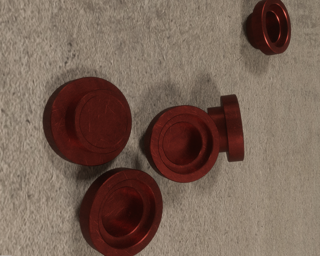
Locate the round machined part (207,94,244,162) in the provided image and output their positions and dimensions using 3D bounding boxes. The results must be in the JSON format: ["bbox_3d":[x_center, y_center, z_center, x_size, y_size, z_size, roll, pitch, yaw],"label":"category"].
[{"bbox_3d":[0.094,0.001,0.453,0.098,0.042,0.097,-8,91,-81],"label":"round machined part"}]

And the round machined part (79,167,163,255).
[{"bbox_3d":[-0.047,0.094,0.356,0.099,0.042,0.097,0,90,-40],"label":"round machined part"}]

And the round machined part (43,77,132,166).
[{"bbox_3d":[-0.070,-0.007,0.336,0.099,0.042,0.097,0,90,-40],"label":"round machined part"}]

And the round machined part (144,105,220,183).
[{"bbox_3d":[0.026,0.020,0.405,0.099,0.042,0.097,0,91,-22],"label":"round machined part"}]

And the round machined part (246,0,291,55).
[{"bbox_3d":[0.192,-0.180,0.558,0.099,0.042,0.097,0,90,-40],"label":"round machined part"}]
